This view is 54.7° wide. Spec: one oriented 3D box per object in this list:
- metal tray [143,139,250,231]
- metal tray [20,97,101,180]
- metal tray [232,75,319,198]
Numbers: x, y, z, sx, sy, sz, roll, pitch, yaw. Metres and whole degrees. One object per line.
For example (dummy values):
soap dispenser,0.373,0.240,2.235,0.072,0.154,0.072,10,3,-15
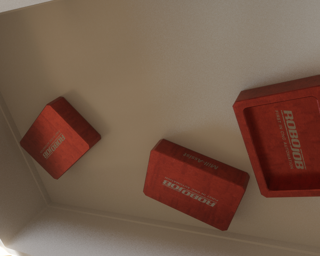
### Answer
metal tray,0.046,0.079,0.429,0.130,0.030,0.089,22,127,14
metal tray,-0.165,0.020,0.502,0.090,0.030,0.129,47,129,-5
metal tray,0.143,0.015,0.339,0.090,0.030,0.129,-10,114,32
